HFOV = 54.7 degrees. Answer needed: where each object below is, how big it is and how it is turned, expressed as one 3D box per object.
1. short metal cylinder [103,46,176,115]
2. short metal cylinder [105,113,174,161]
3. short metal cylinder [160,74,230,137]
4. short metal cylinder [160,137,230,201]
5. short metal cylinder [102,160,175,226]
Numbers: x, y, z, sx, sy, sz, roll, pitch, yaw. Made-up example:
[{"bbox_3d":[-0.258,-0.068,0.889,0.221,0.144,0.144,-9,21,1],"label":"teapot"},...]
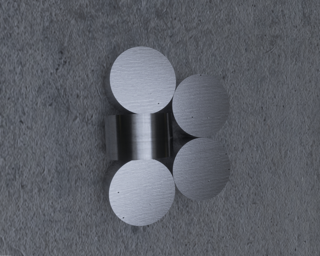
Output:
[{"bbox_3d":[-0.027,-0.056,0.387,0.081,0.050,0.080,0,90,-19],"label":"short metal cylinder"},{"bbox_3d":[-0.025,0.009,0.372,0.081,0.080,0.050,-3,92,-20],"label":"short metal cylinder"},{"bbox_3d":[0.044,-0.029,0.412,0.081,0.050,0.080,0,91,-20],"label":"short metal cylinder"},{"bbox_3d":[0.045,0.051,0.413,0.081,0.050,0.080,0,91,-19],"label":"short metal cylinder"},{"bbox_3d":[-0.028,0.075,0.387,0.081,0.050,0.080,0,90,-19],"label":"short metal cylinder"}]
